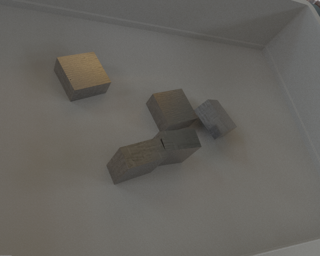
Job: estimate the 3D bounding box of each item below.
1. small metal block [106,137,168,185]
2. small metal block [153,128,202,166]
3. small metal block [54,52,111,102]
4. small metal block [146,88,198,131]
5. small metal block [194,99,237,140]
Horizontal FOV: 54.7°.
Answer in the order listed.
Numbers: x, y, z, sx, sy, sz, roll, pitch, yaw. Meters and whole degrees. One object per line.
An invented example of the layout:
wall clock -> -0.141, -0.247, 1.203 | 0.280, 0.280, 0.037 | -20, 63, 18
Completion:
small metal block -> -0.027, 0.038, 0.352 | 0.050, 0.050, 0.025 | -14, 69, -34
small metal block -> 0.014, 0.025, 0.382 | 0.050, 0.050, 0.025 | -4, 64, -30
small metal block -> -0.098, -0.066, 0.393 | 0.050, 0.025, 0.050 | -20, 73, -36
small metal block -> 0.016, -0.024, 0.429 | 0.050, 0.025, 0.050 | -15, 70, -34
small metal block -> 0.080, -0.013, 0.443 | 0.050, 0.025, 0.050 | 56, 23, 11
